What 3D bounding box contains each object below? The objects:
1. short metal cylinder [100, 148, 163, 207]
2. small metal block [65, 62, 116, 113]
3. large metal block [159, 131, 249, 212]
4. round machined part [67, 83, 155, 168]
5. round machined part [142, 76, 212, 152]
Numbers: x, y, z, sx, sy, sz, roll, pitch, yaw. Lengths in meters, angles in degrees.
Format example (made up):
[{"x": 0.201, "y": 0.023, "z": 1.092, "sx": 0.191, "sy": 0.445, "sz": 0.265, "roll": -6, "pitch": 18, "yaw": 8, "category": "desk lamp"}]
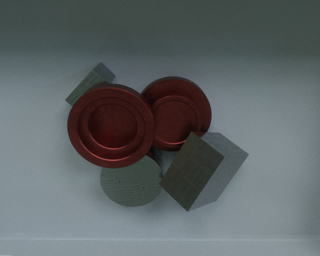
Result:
[{"x": -0.036, "y": 0.058, "z": 0.417, "sx": 0.081, "sy": 0.050, "sz": 0.079, "roll": 0, "pitch": 110, "yaw": -1, "category": "short metal cylinder"}, {"x": -0.083, "y": -0.050, "z": 0.376, "sx": 0.025, "sy": 0.050, "sz": 0.050, "roll": 43, "pitch": 105, "yaw": -14, "category": "small metal block"}, {"x": 0.057, "y": 0.052, "z": 0.393, "sx": 0.050, "sy": 0.080, "sz": 0.080, "roll": 40, "pitch": 109, "yaw": 29, "category": "large metal block"}, {"x": -0.055, "y": -0.005, "z": 0.367, "sx": 0.099, "sy": 0.042, "sz": 0.097, "roll": 0, "pitch": 110, "yaw": -1, "category": "round machined part"}, {"x": 0.017, "y": -0.014, "z": 0.394, "sx": 0.099, "sy": 0.042, "sz": 0.097, "roll": 0, "pitch": 110, "yaw": -1, "category": "round machined part"}]
